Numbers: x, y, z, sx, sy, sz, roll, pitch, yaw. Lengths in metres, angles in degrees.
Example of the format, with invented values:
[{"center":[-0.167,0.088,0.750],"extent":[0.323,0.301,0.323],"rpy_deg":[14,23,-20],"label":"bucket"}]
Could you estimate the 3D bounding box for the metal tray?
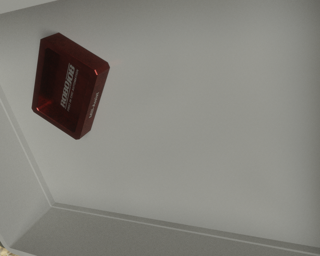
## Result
[{"center":[-0.131,-0.055,0.441],"extent":[0.090,0.030,0.129],"rpy_deg":[32,129,7],"label":"metal tray"}]
